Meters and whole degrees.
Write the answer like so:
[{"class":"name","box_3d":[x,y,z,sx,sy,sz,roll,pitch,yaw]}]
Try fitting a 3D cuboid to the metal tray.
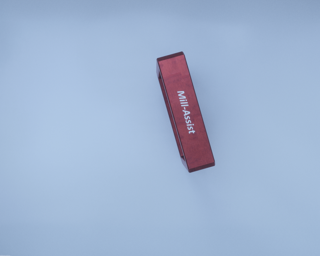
[{"class":"metal tray","box_3d":[0.028,-0.017,0.376,0.030,0.090,0.129,-16,90,-1]}]
